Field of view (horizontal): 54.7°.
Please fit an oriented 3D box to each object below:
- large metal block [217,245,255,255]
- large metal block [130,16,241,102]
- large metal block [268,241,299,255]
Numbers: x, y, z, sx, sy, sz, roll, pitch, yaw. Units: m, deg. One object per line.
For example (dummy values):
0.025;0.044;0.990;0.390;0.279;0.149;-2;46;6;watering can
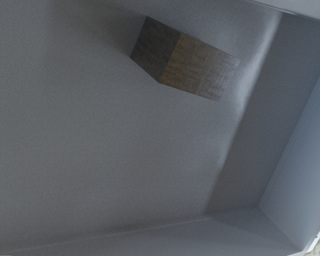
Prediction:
0.164;0.314;0.678;0.081;0.050;0.079;-4;120;-27;large metal block
0.025;-0.076;0.339;0.081;0.080;0.050;13;112;-34;large metal block
0.327;0.338;0.763;0.050;0.080;0.080;-46;129;3;large metal block
